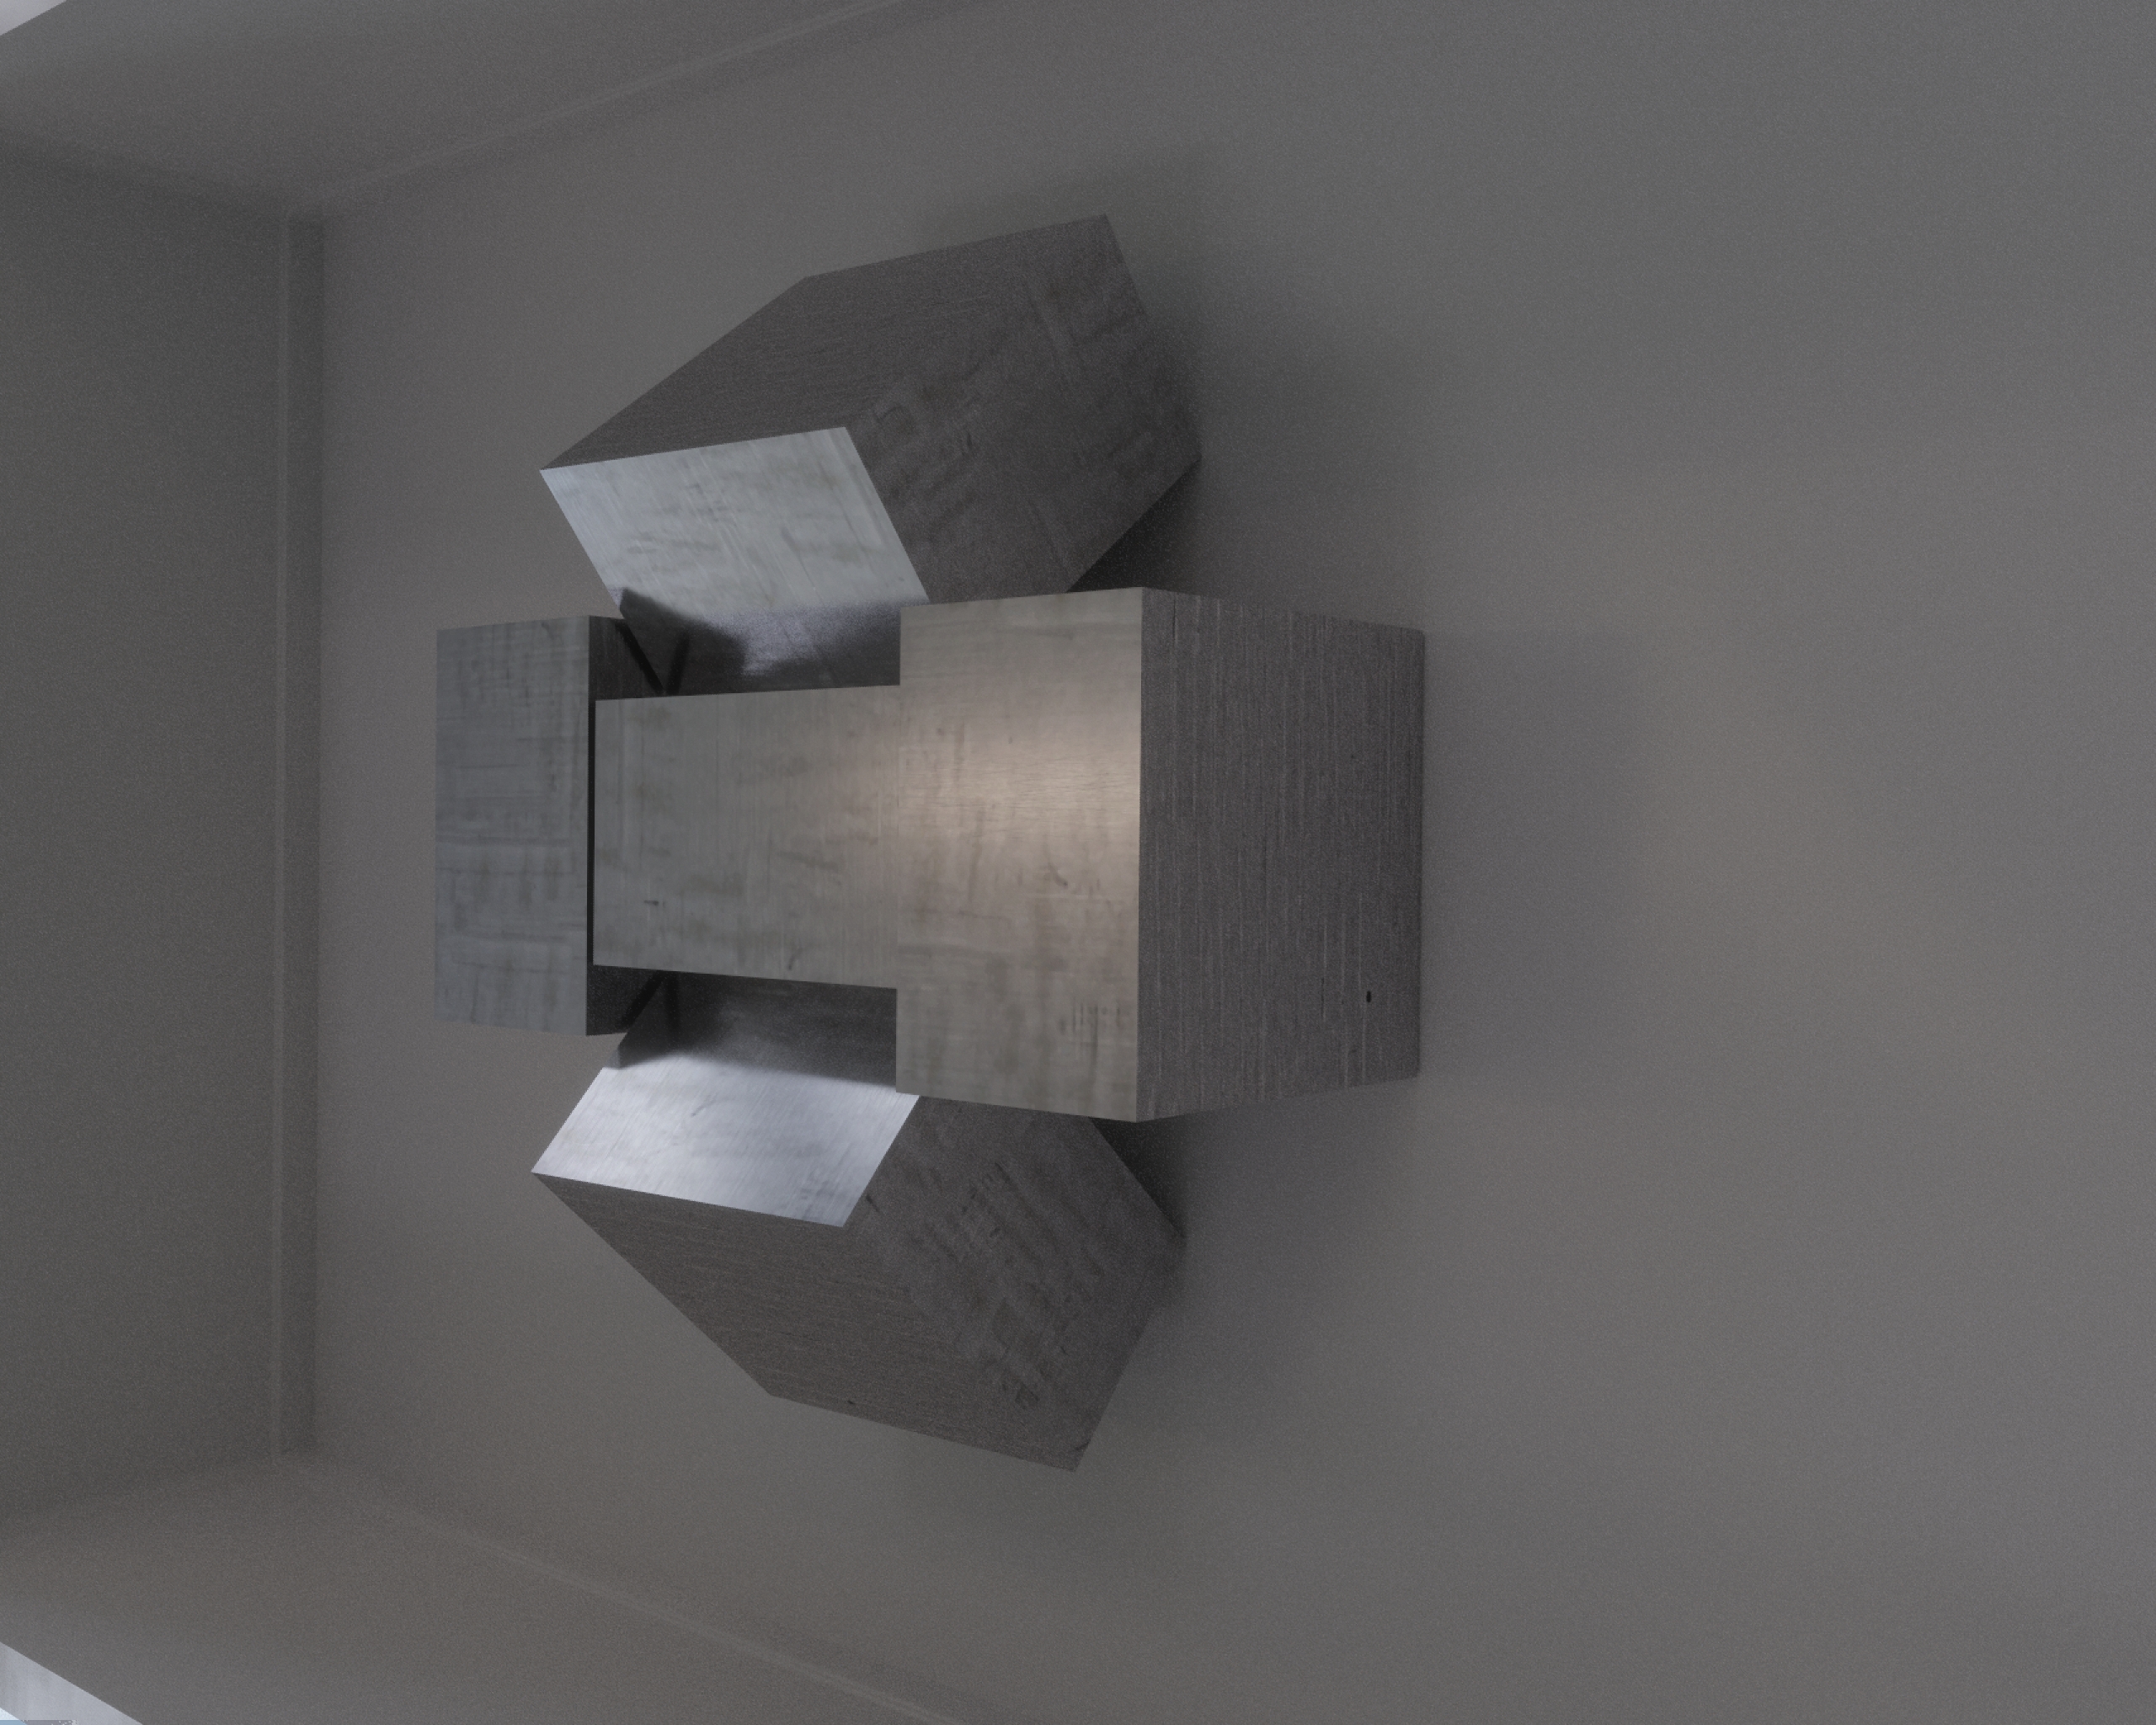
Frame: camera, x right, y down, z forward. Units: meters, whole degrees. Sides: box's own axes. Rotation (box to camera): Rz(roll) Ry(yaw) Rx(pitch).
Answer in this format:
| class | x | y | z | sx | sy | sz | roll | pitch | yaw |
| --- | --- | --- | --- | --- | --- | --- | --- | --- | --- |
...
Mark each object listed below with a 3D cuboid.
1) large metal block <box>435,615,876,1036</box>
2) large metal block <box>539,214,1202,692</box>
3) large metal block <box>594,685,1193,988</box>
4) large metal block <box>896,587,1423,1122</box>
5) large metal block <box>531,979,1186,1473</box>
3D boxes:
| class | x | y | z | sx | sy | sz | roll | pitch | yaw |
| --- | --- | --- | --- | --- | --- | --- | --- | --- | --- |
| large metal block | -0.086 | -0.007 | 0.441 | 0.050 | 0.081 | 0.080 | 1 | 91 | 40 |
| large metal block | -0.037 | -0.075 | 0.392 | 0.080 | 0.080 | 0.050 | 2 | 129 | 40 |
| large metal block | -0.034 | -0.005 | 0.398 | 0.080 | 0.081 | 0.050 | 1 | 91 | 40 |
| large metal block | 0.016 | -0.002 | 0.357 | 0.050 | 0.081 | 0.080 | 1 | 91 | 40 |
| large metal block | -0.040 | 0.065 | 0.393 | 0.080 | 0.080 | 0.050 | 1 | 49 | 39 |
